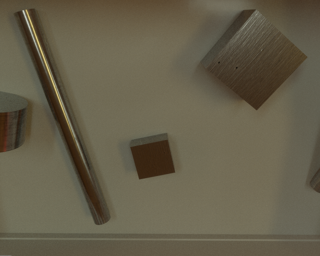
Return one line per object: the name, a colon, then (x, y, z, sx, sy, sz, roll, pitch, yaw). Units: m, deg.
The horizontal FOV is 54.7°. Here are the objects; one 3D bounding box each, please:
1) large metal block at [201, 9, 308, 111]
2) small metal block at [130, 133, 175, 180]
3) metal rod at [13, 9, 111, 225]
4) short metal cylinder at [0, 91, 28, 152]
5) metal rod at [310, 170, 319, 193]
large metal block: (0.108, -0.082, 0.369, 0.080, 0.050, 0.080, 37, 106, -13)
small metal block: (-0.009, 0.039, 0.425, 0.050, 0.025, 0.050, -12, 110, 4)
metal rod: (-0.121, 0.000, 0.409, 0.025, 0.025, 0.298, -13, 110, 4)
short metal cylinder: (-0.206, -0.010, 0.375, 0.081, 0.080, 0.050, 11, 110, -5)
metal rod: (0.250, -0.020, 0.344, 0.025, 0.025, 0.298, 7, 134, -3)
